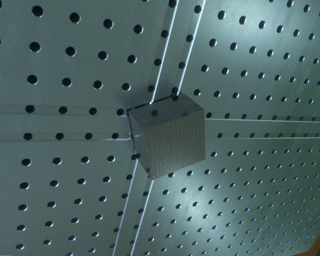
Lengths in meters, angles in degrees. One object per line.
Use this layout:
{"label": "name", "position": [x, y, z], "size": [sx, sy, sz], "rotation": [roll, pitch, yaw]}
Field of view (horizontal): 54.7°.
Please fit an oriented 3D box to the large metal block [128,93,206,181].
{"label": "large metal block", "position": [0.011, 0.011, 0.406], "size": [0.081, 0.050, 0.079], "rotation": [-19, 126, -18]}
